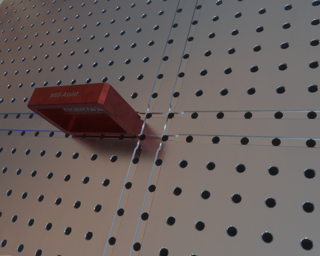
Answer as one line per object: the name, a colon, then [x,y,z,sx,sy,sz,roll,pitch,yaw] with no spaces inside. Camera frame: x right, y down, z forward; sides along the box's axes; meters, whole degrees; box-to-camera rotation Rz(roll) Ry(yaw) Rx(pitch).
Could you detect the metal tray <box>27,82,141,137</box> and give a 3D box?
metal tray: [-0.105,-0.022,0.432,0.130,0.090,0.030,0,62,28]
